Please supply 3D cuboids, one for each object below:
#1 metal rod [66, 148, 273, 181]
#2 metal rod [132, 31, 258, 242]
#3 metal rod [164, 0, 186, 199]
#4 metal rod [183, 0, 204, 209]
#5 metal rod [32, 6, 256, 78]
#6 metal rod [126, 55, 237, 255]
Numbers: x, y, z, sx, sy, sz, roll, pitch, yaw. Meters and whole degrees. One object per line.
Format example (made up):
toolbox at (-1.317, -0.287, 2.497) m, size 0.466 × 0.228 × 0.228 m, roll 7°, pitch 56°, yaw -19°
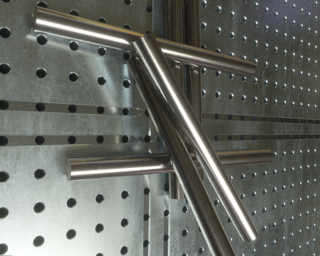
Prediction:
metal rod at (0.034, 0.044, 0.404) m, size 0.302 × 0.025 × 0.025 m, roll 0°, pitch 90°, yaw -30°
metal rod at (0.052, 0.024, 0.384) m, size 0.025 × 0.025 × 0.299 m, roll -41°, pitch 111°, yaw -32°
metal rod at (0.021, -0.054, 0.425) m, size 0.025 × 0.025 × 0.298 m, roll -2°, pitch 92°, yaw -40°
metal rod at (0.049, -0.034, 0.448) m, size 0.025 × 0.025 × 0.298 m, roll -3°, pitch 92°, yaw -40°
metal rod at (0.005, -0.098, 0.384) m, size 0.302 × 0.025 × 0.025 m, roll 5°, pitch 87°, yaw -31°
metal rod at (0.030, 0.050, 0.368) m, size 0.025 × 0.025 × 0.299 m, roll -19°, pitch 82°, yaw -38°
